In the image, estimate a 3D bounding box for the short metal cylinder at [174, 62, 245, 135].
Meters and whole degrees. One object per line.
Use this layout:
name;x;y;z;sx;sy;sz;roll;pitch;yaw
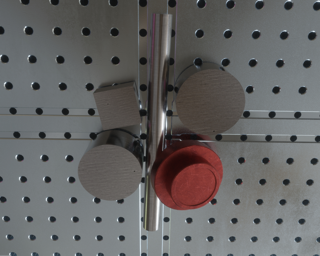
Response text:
short metal cylinder;0.059;-0.037;0.382;0.081;0.050;0.079;0;110;0

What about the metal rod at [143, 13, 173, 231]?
metal rod;-0.005;0.007;0.411;0.025;0.025;0.298;3;110;-1

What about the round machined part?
round machined part;0.040;0.069;0.413;0.099;0.042;0.097;-6;110;-15

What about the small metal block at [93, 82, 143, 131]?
small metal block;-0.053;-0.028;0.398;0.050;0.025;0.050;-11;110;3

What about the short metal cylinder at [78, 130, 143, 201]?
short metal cylinder;-0.063;0.049;0.413;0.081;0.050;0.079;0;110;0
